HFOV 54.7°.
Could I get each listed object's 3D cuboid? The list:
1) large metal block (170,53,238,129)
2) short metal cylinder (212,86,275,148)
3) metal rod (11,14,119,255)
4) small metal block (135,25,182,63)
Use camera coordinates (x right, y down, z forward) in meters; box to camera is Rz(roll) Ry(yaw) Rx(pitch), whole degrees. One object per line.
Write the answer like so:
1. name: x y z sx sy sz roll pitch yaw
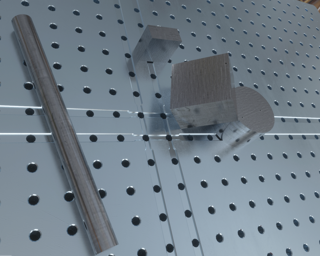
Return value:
1. large metal block: 0.061 -0.050 0.431 0.080 0.050 0.080 -8 55 18
2. short metal cylinder: 0.125 -0.017 0.472 0.081 0.050 0.080 14 56 -21
3. metal rod: -0.114 -0.008 0.351 0.025 0.025 0.299 -14 69 -34
4. small metal block: -0.003 -0.126 0.469 0.050 0.050 0.025 -3 63 -30
